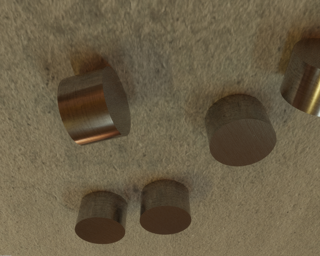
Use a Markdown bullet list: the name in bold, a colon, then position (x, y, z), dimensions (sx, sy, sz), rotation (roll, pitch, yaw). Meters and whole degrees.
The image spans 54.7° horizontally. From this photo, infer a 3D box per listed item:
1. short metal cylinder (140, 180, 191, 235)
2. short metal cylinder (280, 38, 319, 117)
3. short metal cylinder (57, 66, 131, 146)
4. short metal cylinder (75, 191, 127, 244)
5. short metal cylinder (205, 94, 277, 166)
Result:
- **short metal cylinder**: position (0.008, 0.129, 0.501), dimensions (0.081, 0.050, 0.079), rotation (0, 130, 0)
- **short metal cylinder**: position (0.175, -0.055, 0.327), dimensions (0.081, 0.080, 0.050), rotation (1, 130, -1)
- **short metal cylinder**: position (-0.071, -0.024, 0.350), dimensions (0.050, 0.080, 0.080), rotation (-13, 129, 11)
- **short metal cylinder**: position (-0.096, 0.150, 0.518), dimensions (0.081, 0.050, 0.079), rotation (0, 130, 0)
- **short metal cylinder**: position (0.100, 0.004, 0.396), dimensions (0.081, 0.050, 0.079), rotation (0, 130, 0)
